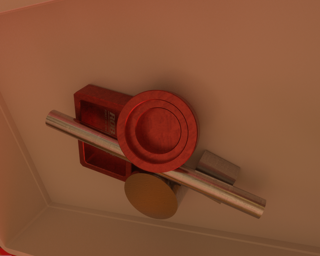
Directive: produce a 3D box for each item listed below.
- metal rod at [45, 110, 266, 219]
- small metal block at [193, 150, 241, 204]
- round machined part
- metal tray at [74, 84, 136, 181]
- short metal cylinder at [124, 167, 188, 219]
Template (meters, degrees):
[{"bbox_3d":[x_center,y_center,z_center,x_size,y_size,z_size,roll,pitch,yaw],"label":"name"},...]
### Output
[{"bbox_3d":[-0.014,0.042,0.401,0.301,0.025,0.025,22,127,11],"label":"metal rod"},{"bbox_3d":[0.070,0.065,0.409,0.050,0.025,0.050,28,128,10],"label":"small metal block"},{"bbox_3d":[0.000,0.002,0.380,0.098,0.042,0.097,2,97,14],"label":"round machined part"},{"bbox_3d":[-0.073,0.010,0.445,0.090,0.030,0.129,17,125,18],"label":"metal tray"},{"bbox_3d":[-0.003,0.082,0.440,0.080,0.050,0.079,13,124,20],"label":"short metal cylinder"}]
